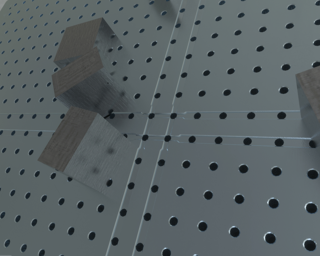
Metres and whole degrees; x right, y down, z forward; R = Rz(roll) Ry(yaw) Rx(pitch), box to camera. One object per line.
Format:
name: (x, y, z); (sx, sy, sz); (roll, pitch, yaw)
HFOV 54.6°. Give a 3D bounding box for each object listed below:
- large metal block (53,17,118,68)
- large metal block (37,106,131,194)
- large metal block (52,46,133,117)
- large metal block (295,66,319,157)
large metal block: (-0.129, -0.139, 0.547); (0.080, 0.050, 0.080); (-6, 59, 25)
large metal block: (-0.095, 0.029, 0.406); (0.050, 0.080, 0.080); (15, 69, 34)
large metal block: (-0.100, -0.060, 0.464); (0.080, 0.080, 0.050); (-30, 52, 9)
large metal block: (0.169, -0.006, 0.288); (0.050, 0.080, 0.080); (-20, 54, 17)
